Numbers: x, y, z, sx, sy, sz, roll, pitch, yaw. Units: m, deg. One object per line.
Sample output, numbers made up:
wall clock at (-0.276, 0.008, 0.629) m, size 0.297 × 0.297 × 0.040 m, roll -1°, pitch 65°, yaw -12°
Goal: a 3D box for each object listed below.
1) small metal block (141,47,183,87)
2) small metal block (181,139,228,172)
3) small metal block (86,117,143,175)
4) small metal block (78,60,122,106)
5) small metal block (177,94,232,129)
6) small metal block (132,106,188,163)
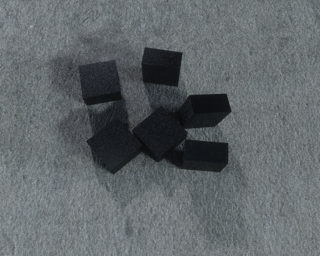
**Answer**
small metal block at (0.003, -0.083, 0.425) m, size 0.050 × 0.050 × 0.025 m, roll 9°, pitch 71°, yaw 3°
small metal block at (0.054, 0.036, 0.383) m, size 0.050 × 0.050 × 0.025 m, roll 5°, pitch 70°, yaw 1°
small metal block at (-0.057, 0.023, 0.399) m, size 0.050 × 0.025 × 0.050 m, roll -39°, pitch 75°, yaw -13°
small metal block at (-0.082, -0.063, 0.430) m, size 0.050 × 0.025 × 0.050 m, roll -11°, pitch 70°, yaw -4°
small metal block at (0.055, -0.021, 0.397) m, size 0.050 × 0.050 × 0.025 m, roll -4°, pitch 69°, yaw -17°
small metal block at (0.000, 0.008, 0.405) m, size 0.050 × 0.025 × 0.050 m, roll -40°, pitch 75°, yaw -13°
